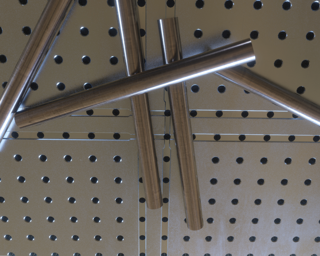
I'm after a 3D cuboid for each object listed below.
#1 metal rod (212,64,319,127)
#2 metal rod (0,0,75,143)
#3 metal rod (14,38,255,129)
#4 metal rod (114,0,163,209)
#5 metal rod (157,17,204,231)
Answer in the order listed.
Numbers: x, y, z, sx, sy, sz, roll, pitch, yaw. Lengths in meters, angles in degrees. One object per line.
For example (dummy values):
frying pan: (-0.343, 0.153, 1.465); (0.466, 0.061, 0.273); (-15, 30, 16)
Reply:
metal rod: (0.192, -0.024, 0.407); (0.301, 0.025, 0.025); (24, 108, -9)
metal rod: (-0.159, -0.082, 0.380); (0.025, 0.025, 0.299); (32, 107, -11)
metal rod: (-0.042, -0.047, 0.369); (0.301, 0.025, 0.025); (-15, 110, 15)
metal rod: (-0.025, -0.027, 0.403); (0.025, 0.025, 0.298); (-7, 110, 2)
metal rod: (0.031, 0.009, 0.417); (0.025, 0.025, 0.298); (-8, 110, 2)
